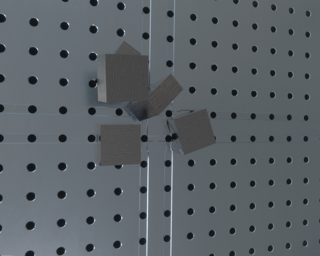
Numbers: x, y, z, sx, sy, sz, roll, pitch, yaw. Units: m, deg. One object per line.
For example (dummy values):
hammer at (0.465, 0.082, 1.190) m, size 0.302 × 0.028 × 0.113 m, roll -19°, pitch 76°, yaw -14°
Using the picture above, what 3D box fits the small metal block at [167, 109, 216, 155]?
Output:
small metal block at (0.044, 0.005, 0.428) m, size 0.050 × 0.025 × 0.050 m, roll -19°, pitch 97°, yaw -19°

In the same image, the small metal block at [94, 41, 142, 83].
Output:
small metal block at (-0.053, -0.073, 0.379) m, size 0.025 × 0.050 × 0.050 m, roll 35°, pitch 79°, yaw -17°

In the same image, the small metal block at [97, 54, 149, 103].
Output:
small metal block at (-0.041, -0.055, 0.343) m, size 0.050 × 0.025 × 0.050 m, roll -6°, pitch 101°, yaw -31°

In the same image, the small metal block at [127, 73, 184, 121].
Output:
small metal block at (-0.006, -0.038, 0.391) m, size 0.025 × 0.050 × 0.050 m, roll 51°, pitch 61°, yaw -14°

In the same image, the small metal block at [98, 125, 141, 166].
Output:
small metal block at (-0.052, 0.021, 0.393) m, size 0.050 × 0.025 × 0.050 m, roll 0°, pitch 90°, yaw -20°
